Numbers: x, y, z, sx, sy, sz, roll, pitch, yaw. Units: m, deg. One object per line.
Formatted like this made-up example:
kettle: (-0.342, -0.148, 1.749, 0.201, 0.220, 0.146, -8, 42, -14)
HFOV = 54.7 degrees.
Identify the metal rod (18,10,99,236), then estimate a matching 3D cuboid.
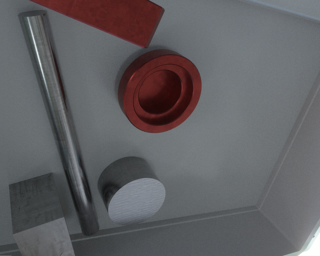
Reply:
metal rod: (-0.108, 0.020, 0.363, 0.025, 0.025, 0.298, -17, 126, -19)

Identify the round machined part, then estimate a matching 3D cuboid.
round machined part: (-0.003, -0.046, 0.369, 0.099, 0.042, 0.097, -14, 125, -21)

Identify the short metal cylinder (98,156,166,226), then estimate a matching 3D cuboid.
short metal cylinder: (-0.040, 0.086, 0.426, 0.081, 0.050, 0.079, -14, 125, -21)

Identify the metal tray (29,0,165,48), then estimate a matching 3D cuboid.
metal tray: (-0.064, -0.107, 0.240, 0.091, 0.130, 0.030, 14, 111, -35)

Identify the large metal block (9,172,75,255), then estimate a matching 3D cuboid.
large metal block: (-0.139, 0.114, 0.368, 0.050, 0.080, 0.079, -15, 125, -20)
